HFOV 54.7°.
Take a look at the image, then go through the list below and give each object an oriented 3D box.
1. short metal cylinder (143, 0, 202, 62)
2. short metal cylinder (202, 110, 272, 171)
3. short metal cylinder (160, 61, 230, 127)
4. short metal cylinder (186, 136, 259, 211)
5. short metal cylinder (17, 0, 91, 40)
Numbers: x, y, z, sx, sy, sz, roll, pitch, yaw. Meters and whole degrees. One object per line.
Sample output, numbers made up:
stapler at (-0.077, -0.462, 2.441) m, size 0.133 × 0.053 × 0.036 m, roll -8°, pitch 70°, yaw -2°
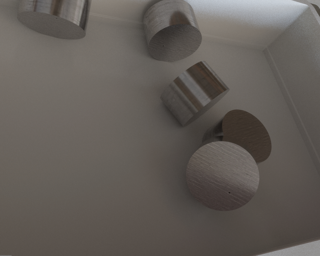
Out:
short metal cylinder at (0.018, -0.146, 0.469) m, size 0.081 × 0.080 × 0.050 m, roll 2°, pitch 61°, yaw -27°
short metal cylinder at (0.107, 0.021, 0.434) m, size 0.081 × 0.050 × 0.080 m, roll 14°, pitch 56°, yaw -21°
short metal cylinder at (0.047, -0.046, 0.424) m, size 0.081 × 0.080 × 0.050 m, roll -32°, pitch 80°, yaw -38°
short metal cylinder at (0.075, 0.052, 0.370) m, size 0.080 × 0.080 × 0.050 m, roll 48°, pitch 13°, yaw 5°
short metal cylinder at (-0.129, -0.149, 0.383) m, size 0.081 × 0.080 × 0.050 m, roll 10°, pitch 85°, yaw -23°
